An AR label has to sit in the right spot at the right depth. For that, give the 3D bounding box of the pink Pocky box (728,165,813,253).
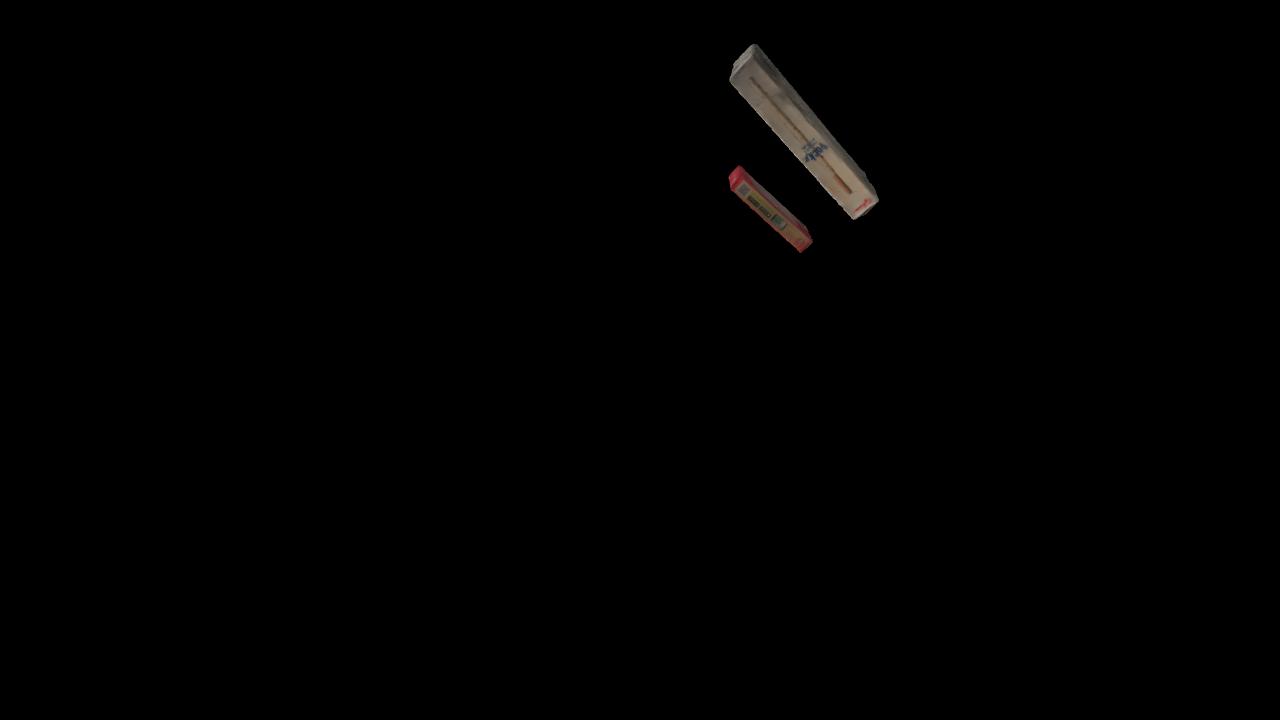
[{"bbox_3d":[0.204,-0.239,0.970,0.155,0.029,0.084,38,25,-15],"label":"pink Pocky box"}]

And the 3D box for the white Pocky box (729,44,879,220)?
[{"bbox_3d":[0.136,-0.191,0.511,0.028,0.154,0.084,-39,18,29],"label":"white Pocky box"}]
